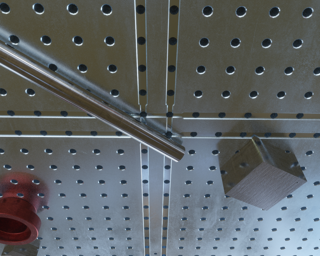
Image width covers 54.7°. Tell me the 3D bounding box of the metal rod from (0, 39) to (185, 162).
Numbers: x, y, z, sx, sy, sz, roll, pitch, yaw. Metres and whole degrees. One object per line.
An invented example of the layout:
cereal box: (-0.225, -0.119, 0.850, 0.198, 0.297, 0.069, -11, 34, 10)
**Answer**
metal rod: (-0.091, -0.033, 0.382, 0.301, 0.025, 0.025, 31, 124, -24)

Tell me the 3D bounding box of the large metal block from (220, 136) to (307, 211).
large metal block: (0.148, 0.069, 0.455, 0.080, 0.050, 0.080, 24, 126, -19)

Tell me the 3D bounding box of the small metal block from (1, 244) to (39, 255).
small metal block: (-0.283, 0.253, 0.624, 0.050, 0.025, 0.050, -36, 122, 27)

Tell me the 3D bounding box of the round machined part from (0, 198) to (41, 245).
round machined part: (-0.254, 0.157, 0.532, 0.099, 0.042, 0.097, 0, 130, 0)
